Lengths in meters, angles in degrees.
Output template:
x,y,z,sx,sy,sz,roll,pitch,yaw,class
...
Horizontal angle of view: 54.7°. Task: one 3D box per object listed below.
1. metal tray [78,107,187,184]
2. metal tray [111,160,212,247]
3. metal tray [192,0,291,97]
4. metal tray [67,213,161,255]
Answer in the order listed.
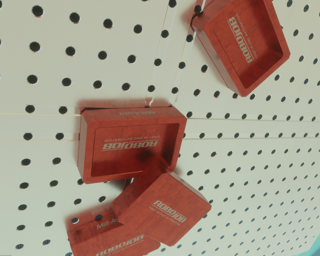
x,y,z,sx,sy,sz,roll,pitch,yaw,class
-0.035,0.021,0.402,0.131,0.030,0.089,-4,120,-27,metal tray
0.006,0.112,0.443,0.090,0.030,0.130,-45,130,3,metal tray
0.109,-0.113,0.399,0.090,0.030,0.130,-42,130,1,metal tray
-0.067,0.174,0.481,0.131,0.030,0.089,-18,126,-19,metal tray
